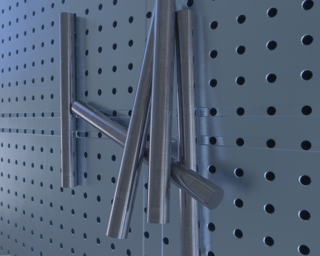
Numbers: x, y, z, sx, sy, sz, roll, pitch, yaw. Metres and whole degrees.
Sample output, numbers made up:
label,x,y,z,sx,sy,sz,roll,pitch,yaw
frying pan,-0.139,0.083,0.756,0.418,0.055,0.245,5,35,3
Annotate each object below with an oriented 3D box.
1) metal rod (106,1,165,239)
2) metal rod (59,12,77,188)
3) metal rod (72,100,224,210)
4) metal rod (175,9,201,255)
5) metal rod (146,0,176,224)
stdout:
label,x,y,z,sx,sy,sz,roll,pitch,yaw
metal rod,-0.022,-0.020,0.380,0.025,0.025,0.299,3,78,39
metal rod,-0.159,-0.048,0.537,0.025,0.025,0.298,-2,89,39
metal rod,-0.039,0.019,0.418,0.300,0.025,0.025,29,108,42
metal rod,0.034,0.007,0.379,0.025,0.025,0.298,-2,89,39
metal rod,0.003,-0.046,0.357,0.025,0.025,0.298,-6,77,39
